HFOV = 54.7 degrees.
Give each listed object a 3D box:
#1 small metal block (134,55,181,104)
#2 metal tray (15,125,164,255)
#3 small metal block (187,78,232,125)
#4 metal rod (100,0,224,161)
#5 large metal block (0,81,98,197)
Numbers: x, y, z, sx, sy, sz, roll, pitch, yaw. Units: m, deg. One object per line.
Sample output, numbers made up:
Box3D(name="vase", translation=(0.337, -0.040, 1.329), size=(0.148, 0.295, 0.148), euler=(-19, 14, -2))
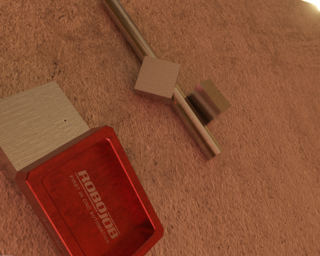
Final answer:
Box3D(name="small metal block", translation=(-0.003, -0.065, 0.423), size=(0.050, 0.025, 0.050), euler=(15, 76, 4))
Box3D(name="metal tray", translation=(-0.059, 0.074, 0.290), size=(0.091, 0.030, 0.129), euler=(-35, 107, -38))
Box3D(name="small metal block", translation=(0.066, -0.034, 0.446), size=(0.025, 0.050, 0.050), euler=(-29, 78, -38))
Box3D(name="metal rod", translation=(-0.004, -0.084, 0.454), size=(0.025, 0.025, 0.299), euler=(-24, 75, -37))
Box3D(name="large metal block", translation=(-0.125, 0.009, 0.316), size=(0.081, 0.050, 0.080), euler=(-31, 79, -38))
